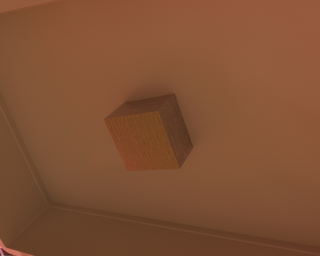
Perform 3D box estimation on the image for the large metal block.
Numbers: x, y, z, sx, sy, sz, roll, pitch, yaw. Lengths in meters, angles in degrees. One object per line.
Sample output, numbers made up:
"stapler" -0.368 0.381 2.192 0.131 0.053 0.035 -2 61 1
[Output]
"large metal block" -0.013 0.007 0.403 0.080 0.050 0.080 -7 115 31
